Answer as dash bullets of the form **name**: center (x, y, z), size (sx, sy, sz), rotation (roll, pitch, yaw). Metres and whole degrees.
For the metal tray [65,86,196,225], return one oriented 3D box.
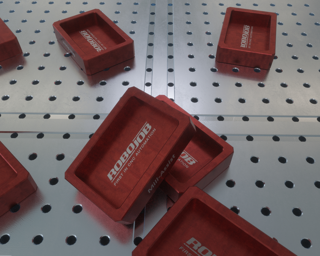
- **metal tray**: center (-0.033, 0.027, 0.345), size (0.090, 0.030, 0.130), rotation (31, 81, 27)

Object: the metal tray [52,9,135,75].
- **metal tray**: center (-0.114, -0.152, 0.531), size (0.091, 0.030, 0.130), rotation (-28, 56, -22)

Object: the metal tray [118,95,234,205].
- **metal tray**: center (0.013, 0.021, 0.387), size (0.090, 0.030, 0.130), rotation (-35, 58, -26)

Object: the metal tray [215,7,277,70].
- **metal tray**: center (0.152, -0.160, 0.539), size (0.090, 0.030, 0.130), rotation (11, 51, 9)

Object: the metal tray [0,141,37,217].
- **metal tray**: center (-0.220, 0.052, 0.359), size (0.130, 0.030, 0.090), rotation (36, 59, 26)

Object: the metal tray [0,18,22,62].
- **metal tray**: center (-0.313, -0.135, 0.517), size (0.131, 0.030, 0.090), rotation (-31, 57, -23)

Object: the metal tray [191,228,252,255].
- **metal tray**: center (0.047, 0.165, 0.266), size (0.090, 0.030, 0.130), rotation (25, 54, 19)

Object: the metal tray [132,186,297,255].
- **metal tray**: center (0.052, 0.121, 0.263), size (0.130, 0.030, 0.090), rotation (32, 57, 24)
